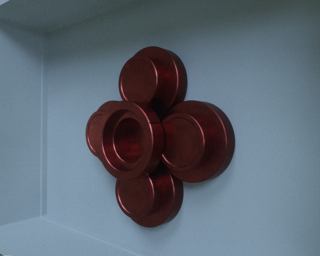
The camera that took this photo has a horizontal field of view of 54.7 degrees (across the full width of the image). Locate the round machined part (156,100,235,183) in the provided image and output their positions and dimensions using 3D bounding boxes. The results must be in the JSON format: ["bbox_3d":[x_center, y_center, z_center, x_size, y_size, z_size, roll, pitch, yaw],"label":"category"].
[{"bbox_3d":[0.034,0.016,0.365,0.098,0.042,0.097,0,90,40],"label":"round machined part"}]

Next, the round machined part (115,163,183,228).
[{"bbox_3d":[-0.021,0.082,0.411,0.098,0.042,0.097,-2,87,39],"label":"round machined part"}]

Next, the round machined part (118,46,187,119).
[{"bbox_3d":[-0.016,-0.058,0.405,0.098,0.042,0.097,0,90,40],"label":"round machined part"}]

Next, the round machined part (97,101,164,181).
[{"bbox_3d":[-0.032,0.015,0.392,0.098,0.042,0.097,0,90,40],"label":"round machined part"}]

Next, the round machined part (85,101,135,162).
[{"bbox_3d":[-0.071,0.009,0.452,0.098,0.042,0.097,0,90,40],"label":"round machined part"}]
